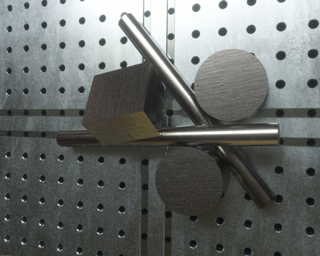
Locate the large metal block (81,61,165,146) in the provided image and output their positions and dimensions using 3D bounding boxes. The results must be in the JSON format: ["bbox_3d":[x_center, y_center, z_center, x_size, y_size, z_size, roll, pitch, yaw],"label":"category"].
[{"bbox_3d":[-0.043,-0.030,0.391,0.080,0.050,0.080,-10,52,20],"label":"large metal block"}]

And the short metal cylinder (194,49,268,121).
[{"bbox_3d":[0.086,-0.048,0.366,0.080,0.050,0.079,0,90,20],"label":"short metal cylinder"}]

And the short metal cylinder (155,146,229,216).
[{"bbox_3d":[0.041,0.062,0.381,0.080,0.050,0.079,0,90,20],"label":"short metal cylinder"}]

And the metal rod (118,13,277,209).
[{"bbox_3d":[0.040,-0.030,0.395,0.025,0.025,0.299,-40,78,16],"label":"metal rod"}]

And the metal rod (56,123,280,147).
[{"bbox_3d":[-0.009,0.011,0.394,0.301,0.025,0.025,-2,90,26],"label":"metal rod"}]
